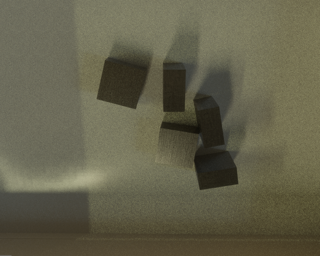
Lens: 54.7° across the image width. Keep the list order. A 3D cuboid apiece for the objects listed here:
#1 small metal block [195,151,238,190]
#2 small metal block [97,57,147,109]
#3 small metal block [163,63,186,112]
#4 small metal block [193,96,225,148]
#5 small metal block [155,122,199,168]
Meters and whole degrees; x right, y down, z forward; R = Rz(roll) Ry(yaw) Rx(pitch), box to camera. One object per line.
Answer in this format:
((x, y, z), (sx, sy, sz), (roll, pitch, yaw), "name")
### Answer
((0.074, 0.056, 0.420), (0.050, 0.050, 0.025), (-9, 110, 3), "small metal block")
((-0.048, -0.056, 0.390), (0.050, 0.025, 0.050), (14, 109, -6), "small metal block")
((0.016, -0.051, 0.379), (0.025, 0.050, 0.050), (0, 110, 0), "small metal block")
((0.062, -0.009, 0.396), (0.025, 0.050, 0.050), (-11, 110, 3), "small metal block")
((0.023, 0.023, 0.417), (0.050, 0.025, 0.050), (9, 110, 3), "small metal block")
